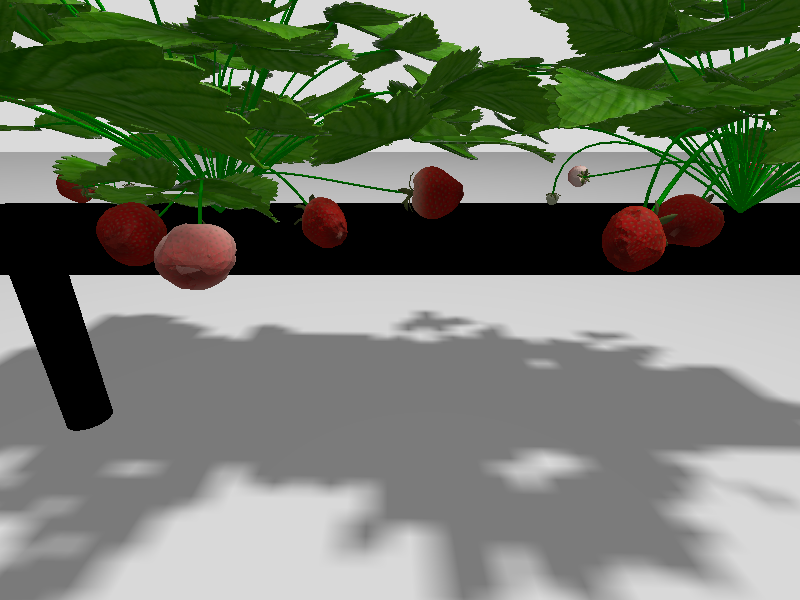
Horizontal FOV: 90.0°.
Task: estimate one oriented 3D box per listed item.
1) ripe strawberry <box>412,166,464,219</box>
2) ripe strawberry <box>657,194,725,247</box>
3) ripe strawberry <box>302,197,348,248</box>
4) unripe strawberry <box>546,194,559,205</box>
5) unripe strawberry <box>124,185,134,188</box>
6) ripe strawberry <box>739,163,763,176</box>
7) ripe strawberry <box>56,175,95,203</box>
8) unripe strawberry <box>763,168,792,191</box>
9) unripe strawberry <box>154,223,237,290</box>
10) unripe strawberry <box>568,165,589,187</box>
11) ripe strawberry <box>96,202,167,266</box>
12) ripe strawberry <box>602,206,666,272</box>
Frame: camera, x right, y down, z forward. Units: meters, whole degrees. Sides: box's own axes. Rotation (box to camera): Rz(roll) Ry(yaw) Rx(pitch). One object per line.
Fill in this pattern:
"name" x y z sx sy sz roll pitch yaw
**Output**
"ripe strawberry" 0.031 -0.087 0.325 0.042 0.041 0.039 2 22 5
"ripe strawberry" 0.163 -0.044 0.228 0.033 0.028 0.033 -32 36 -32
"ripe strawberry" -0.041 -0.042 0.223 0.025 0.028 0.027 -19 45 -38
"unripe strawberry" 0.131 -0.086 0.345 0.010 0.010 0.009 0 22 1
"unripe strawberry" -0.291 -0.119 0.432 0.011 0.011 0.011 15 26 32
"ripe strawberry" 0.428 -0.152 0.492 0.029 0.032 0.031 17 25 36
"ripe strawberry" -0.330 -0.115 0.405 0.034 0.033 0.032 8 23 20
"unripe strawberry" 0.466 -0.147 0.495 0.026 0.027 0.028 21 -23 42
"unripe strawberry" -0.081 -0.016 0.160 0.031 0.028 0.028 -8 24 -19
"unripe strawberry" 0.239 -0.168 0.542 0.027 0.028 0.029 -5 22 -13
"ripe strawberry" -0.133 -0.031 0.196 0.030 0.032 0.033 -3 23 -8
"ripe strawberry" 0.106 -0.027 0.184 0.029 0.030 0.026 -38 39 -27
